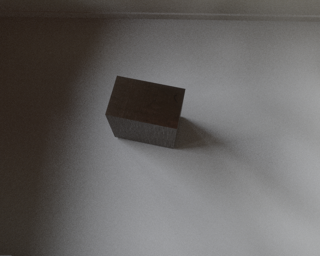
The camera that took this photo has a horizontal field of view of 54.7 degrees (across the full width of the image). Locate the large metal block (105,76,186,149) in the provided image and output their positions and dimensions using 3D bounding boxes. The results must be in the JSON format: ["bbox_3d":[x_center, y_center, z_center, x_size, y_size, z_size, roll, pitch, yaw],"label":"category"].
[{"bbox_3d":[-0.016,-0.016,0.384,0.080,0.080,0.050,12,71,4],"label":"large metal block"}]
